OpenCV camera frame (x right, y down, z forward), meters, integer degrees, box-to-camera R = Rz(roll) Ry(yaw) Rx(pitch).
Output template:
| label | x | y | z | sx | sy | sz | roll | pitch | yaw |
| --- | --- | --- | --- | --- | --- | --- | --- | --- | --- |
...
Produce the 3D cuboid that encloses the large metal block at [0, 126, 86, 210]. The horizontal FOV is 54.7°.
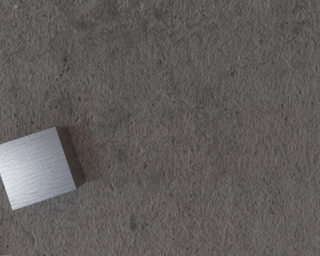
| label | x | y | z | sx | sy | sz | roll | pitch | yaw |
| --- | --- | --- | --- | --- | --- | --- | --- | --- | --- |
| large metal block | -0.151 | 0.048 | 0.396 | 0.080 | 0.050 | 0.080 | -18 | 90 | 0 |
